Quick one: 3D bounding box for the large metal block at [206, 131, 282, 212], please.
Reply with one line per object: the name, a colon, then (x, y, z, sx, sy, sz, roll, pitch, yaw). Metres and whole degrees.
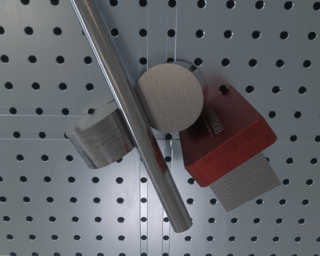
large metal block: (0.102, 0.053, 0.421, 0.080, 0.050, 0.080, -31, 107, 11)

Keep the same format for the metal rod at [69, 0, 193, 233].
metal rod: (-0.031, -0.015, 0.354, 0.025, 0.025, 0.299, -22, 99, 8)

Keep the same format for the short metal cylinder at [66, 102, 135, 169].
short metal cylinder: (-0.068, 0.007, 0.386, 0.080, 0.080, 0.050, -27, 108, 9)

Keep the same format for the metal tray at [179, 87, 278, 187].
metal tray: (0.069, 0.003, 0.359, 0.090, 0.130, 0.030, -36, 107, 12)

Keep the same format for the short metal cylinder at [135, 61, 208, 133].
short metal cylinder: (0.015, -0.039, 0.376, 0.080, 0.050, 0.079, 4, 106, 14)
